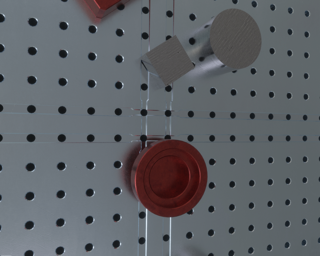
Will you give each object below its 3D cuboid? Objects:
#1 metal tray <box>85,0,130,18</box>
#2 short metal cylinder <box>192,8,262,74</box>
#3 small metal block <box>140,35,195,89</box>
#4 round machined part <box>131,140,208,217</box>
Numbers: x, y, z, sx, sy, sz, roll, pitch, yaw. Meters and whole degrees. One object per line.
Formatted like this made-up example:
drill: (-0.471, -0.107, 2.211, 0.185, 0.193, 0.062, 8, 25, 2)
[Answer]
metal tray: (-0.051, -0.213, 0.390, 0.131, 0.030, 0.090, -39, 103, -16)
short metal cylinder: (0.093, -0.118, 0.434, 0.081, 0.050, 0.079, 0, 90, -20)
small metal block: (0.010, -0.088, 0.416, 0.050, 0.025, 0.050, -36, 102, -16)
round machined part: (0.009, 0.063, 0.407, 0.099, 0.042, 0.097, 0, 90, -20)
